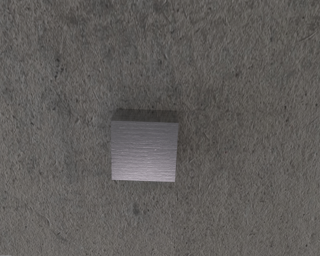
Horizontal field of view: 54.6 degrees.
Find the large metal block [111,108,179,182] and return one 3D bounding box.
[{"bbox_3d":[-0.020,0.021,0.404,0.080,0.050,0.079,2,110,-1],"label":"large metal block"}]
